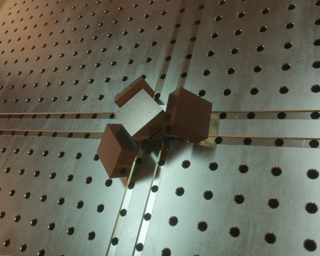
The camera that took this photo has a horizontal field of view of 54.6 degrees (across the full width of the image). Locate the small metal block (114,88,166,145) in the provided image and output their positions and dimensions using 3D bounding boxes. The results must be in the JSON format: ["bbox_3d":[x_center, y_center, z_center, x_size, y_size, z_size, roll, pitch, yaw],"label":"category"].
[{"bbox_3d":[-0.023,-0.015,0.398,0.050,0.025,0.050,-41,51,-1],"label":"small metal block"}]

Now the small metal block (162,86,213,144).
[{"bbox_3d":[0.034,-0.015,0.381,0.025,0.050,0.050,-29,43,53],"label":"small metal block"}]

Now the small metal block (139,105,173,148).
[{"bbox_3d":[-0.009,-0.003,0.416,0.050,0.025,0.050,2,65,29],"label":"small metal block"}]

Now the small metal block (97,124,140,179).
[{"bbox_3d":[-0.056,0.029,0.404,0.050,0.025,0.050,53,130,39],"label":"small metal block"}]

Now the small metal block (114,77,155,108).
[{"bbox_3d":[-0.038,-0.047,0.442,0.050,0.025,0.050,-40,15,1],"label":"small metal block"}]
